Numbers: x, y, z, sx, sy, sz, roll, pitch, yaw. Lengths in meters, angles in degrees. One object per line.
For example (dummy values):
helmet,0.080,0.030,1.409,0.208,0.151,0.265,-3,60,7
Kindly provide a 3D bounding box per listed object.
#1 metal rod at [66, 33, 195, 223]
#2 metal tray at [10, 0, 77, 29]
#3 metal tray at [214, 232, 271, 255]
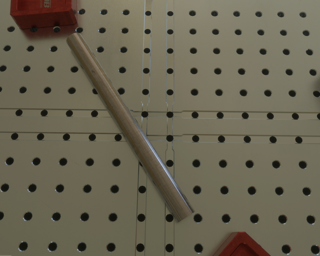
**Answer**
metal rod,-0.047,-0.012,0.415,0.025,0.025,0.299,-30,73,-11
metal tray,-0.181,-0.222,0.488,0.091,0.030,0.130,-6,70,-3
metal tray,0.108,0.192,0.339,0.130,0.030,0.090,42,75,14
